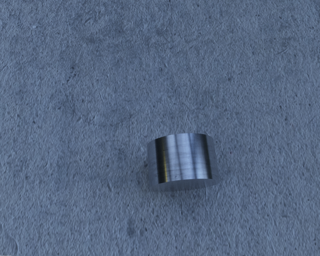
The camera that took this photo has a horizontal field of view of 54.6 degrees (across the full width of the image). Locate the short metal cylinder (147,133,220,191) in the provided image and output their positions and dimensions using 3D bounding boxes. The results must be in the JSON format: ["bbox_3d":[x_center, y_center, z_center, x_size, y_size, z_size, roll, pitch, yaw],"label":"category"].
[{"bbox_3d":[0.026,0.043,0.364,0.080,0.080,0.050,-4,70,-2],"label":"short metal cylinder"}]
